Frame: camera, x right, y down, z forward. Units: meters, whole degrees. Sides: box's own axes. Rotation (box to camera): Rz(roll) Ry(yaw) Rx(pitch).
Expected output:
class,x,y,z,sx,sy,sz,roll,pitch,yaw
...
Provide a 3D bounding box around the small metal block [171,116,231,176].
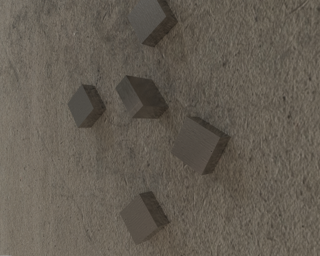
class,x,y,z,sx,sy,sz,roll,pitch,yaw
small metal block,0.047,0.020,0.366,0.050,0.025,0.050,35,112,34

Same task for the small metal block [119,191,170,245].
class,x,y,z,sx,sy,sz,roll,pitch,yaw
small metal block,-0.022,0.123,0.423,0.050,0.025,0.050,-48,62,29

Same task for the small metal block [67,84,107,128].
class,x,y,z,sx,sy,sz,roll,pitch,yaw
small metal block,-0.120,-0.035,0.504,0.050,0.025,0.050,-44,64,31

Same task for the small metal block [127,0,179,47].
class,x,y,z,sx,sy,sz,roll,pitch,yaw
small metal block,-0.011,-0.146,0.414,0.050,0.025,0.050,-39,66,33

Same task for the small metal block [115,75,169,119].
class,x,y,z,sx,sy,sz,roll,pitch,yaw
small metal block,-0.023,-0.040,0.408,0.025,0.050,0.050,-44,64,31
